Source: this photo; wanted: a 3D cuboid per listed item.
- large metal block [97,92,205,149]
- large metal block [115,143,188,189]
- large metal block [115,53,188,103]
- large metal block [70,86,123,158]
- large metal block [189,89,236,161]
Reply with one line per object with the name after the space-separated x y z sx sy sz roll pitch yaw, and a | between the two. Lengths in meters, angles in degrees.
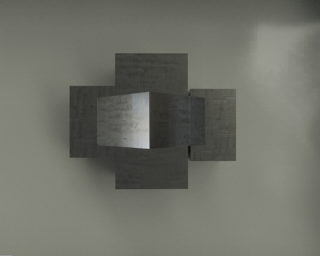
-0.009 -0.007 0.326 0.081 0.080 0.050 0 90 -45 | large metal block
-0.009 0.043 0.383 0.081 0.080 0.050 0 90 0 | large metal block
-0.009 -0.058 0.382 0.081 0.080 0.050 0 90 0 | large metal block
-0.075 -0.007 0.383 0.050 0.080 0.080 0 90 0 | large metal block
0.058 -0.004 0.381 0.050 0.080 0.080 0 90 -1 | large metal block
